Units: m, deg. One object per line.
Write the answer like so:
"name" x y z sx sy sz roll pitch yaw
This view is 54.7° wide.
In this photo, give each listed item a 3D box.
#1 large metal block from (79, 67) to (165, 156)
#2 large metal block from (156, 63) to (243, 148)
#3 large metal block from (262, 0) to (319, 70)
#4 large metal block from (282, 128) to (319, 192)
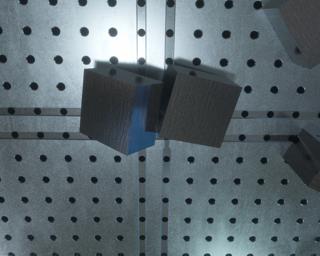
"large metal block" -0.047 -0.024 0.370 0.080 0.050 0.079 22 114 31
"large metal block" 0.043 -0.027 0.384 0.081 0.050 0.079 11 110 -15
"large metal block" 0.180 -0.127 0.356 0.080 0.050 0.080 -34 107 11
"large metal block" 0.223 0.052 0.407 0.080 0.080 0.050 25 108 -9
